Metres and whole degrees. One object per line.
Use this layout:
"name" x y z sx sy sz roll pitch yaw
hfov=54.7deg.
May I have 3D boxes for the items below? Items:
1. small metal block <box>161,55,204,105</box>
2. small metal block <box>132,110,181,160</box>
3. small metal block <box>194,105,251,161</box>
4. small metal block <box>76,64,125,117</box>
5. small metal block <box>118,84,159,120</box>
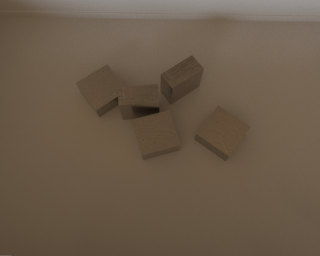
"small metal block" 0.029 -0.064 0.420 0.050 0.050 0.025 -33 74 -12
"small metal block" -0.005 0.009 0.406 0.050 0.025 0.050 -14 71 -6
"small metal block" 0.081 0.007 0.408 0.050 0.025 0.050 36 74 11
"small metal block" -0.078 -0.051 0.427 0.050 0.025 0.050 -35 74 -12
"small metal block" -0.027 -0.033 0.408 0.050 0.050 0.025 -5 70 -2
